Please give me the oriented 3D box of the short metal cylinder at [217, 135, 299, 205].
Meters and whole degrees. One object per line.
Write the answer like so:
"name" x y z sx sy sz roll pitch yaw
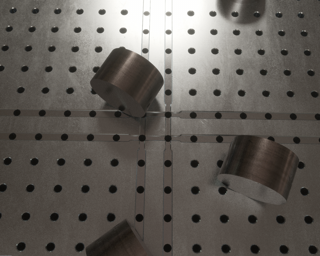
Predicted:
"short metal cylinder" 0.115 0.050 0.366 0.080 0.080 0.050 23 72 8

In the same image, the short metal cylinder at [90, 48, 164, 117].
"short metal cylinder" -0.042 -0.057 0.403 0.080 0.080 0.050 27 72 9

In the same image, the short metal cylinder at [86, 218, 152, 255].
"short metal cylinder" -0.035 0.145 0.329 0.050 0.080 0.080 -34 74 -12

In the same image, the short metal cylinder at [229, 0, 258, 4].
"short metal cylinder" 0.136 -0.246 0.490 0.081 0.050 0.080 0 70 -1
